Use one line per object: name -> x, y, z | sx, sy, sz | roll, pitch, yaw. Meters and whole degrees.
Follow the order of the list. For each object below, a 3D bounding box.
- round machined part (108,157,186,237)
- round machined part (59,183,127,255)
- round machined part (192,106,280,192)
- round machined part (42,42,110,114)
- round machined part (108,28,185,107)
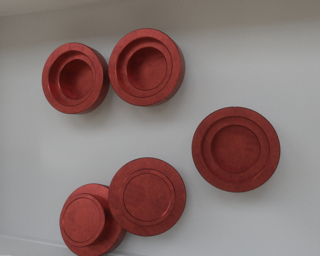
round machined part -> -0.016, 0.086, 0.388 | 0.099, 0.042, 0.097 | 0, 80, -2
round machined part -> -0.095, 0.124, 0.421 | 0.098, 0.042, 0.098 | -5, 73, 18
round machined part -> 0.091, 0.024, 0.369 | 0.098, 0.042, 0.097 | 0, 90, 19
round machined part -> -0.114, -0.068, 0.440 | 0.098, 0.042, 0.097 | 0, 90, 19
round machined part -> -0.014, -0.076, 0.406 | 0.098, 0.042, 0.097 | 0, 90, 19
